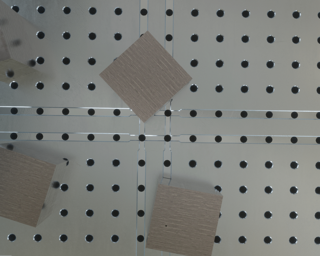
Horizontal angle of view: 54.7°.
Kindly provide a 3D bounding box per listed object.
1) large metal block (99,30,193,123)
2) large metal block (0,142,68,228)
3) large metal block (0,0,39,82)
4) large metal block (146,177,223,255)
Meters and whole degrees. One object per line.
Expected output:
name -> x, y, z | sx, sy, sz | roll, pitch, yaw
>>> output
large metal block -> -0.017, -0.062, 0.401 | 0.080, 0.050, 0.080 | -43, 91, 0
large metal block -> -0.176, 0.070, 0.399 | 0.080, 0.050, 0.080 | 18, 90, -1
large metal block -> -0.202, -0.108, 0.383 | 0.050, 0.080, 0.080 | -18, 90, 0
large metal block -> 0.030, 0.114, 0.401 | 0.080, 0.050, 0.080 | 11, 90, -1
